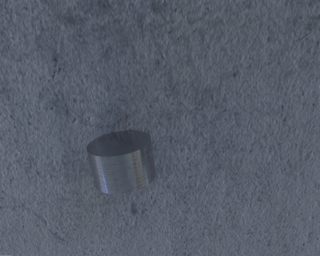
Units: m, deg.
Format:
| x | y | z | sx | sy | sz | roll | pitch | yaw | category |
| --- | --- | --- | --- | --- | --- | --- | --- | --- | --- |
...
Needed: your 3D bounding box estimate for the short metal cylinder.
| x | y | z | sx | sy | sz | roll | pitch | yaw | category |
| --- | --- | --- | --- | --- | --- | --- | --- | --- | --- |
| -0.048 | 0.041 | 0.395 | 0.080 | 0.080 | 0.050 | -7 | 110 | 2 | short metal cylinder |
